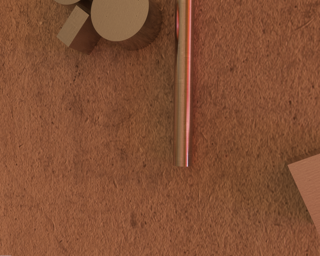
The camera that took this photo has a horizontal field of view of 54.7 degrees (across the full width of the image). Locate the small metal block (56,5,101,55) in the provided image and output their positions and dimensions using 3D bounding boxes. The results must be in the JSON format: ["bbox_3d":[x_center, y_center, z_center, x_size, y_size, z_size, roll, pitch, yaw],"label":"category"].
[{"bbox_3d":[-0.107,-0.135,0.432,0.025,0.050,0.050,41,103,15],"label":"small metal block"}]

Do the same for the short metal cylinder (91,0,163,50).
[{"bbox_3d":[-0.043,-0.148,0.410,0.080,0.050,0.079,0,90,19],"label":"short metal cylinder"}]

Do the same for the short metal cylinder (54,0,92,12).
[{"bbox_3d":[-0.111,-0.204,0.433,0.080,0.050,0.079,0,90,19],"label":"short metal cylinder"}]

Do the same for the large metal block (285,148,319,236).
[{"bbox_3d":[0.191,0.060,0.329,0.080,0.050,0.080,-24,82,18],"label":"large metal block"}]

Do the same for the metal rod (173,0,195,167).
[{"bbox_3d":[0.031,-0.101,0.397,0.025,0.025,0.298,1,90,19],"label":"metal rod"}]
